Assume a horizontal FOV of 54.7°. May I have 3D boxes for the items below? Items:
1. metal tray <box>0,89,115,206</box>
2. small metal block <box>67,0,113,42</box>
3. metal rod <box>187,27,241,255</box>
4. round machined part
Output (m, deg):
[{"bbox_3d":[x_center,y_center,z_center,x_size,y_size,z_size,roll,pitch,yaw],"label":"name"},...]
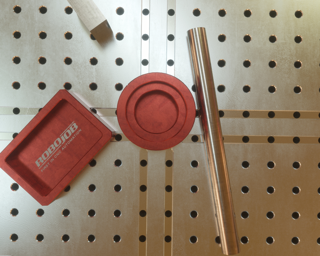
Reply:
[{"bbox_3d":[-0.135,0.025,0.409,0.090,0.030,0.130,43,90,0],"label":"metal tray"},{"bbox_3d":[-0.090,-0.145,0.400,0.025,0.050,0.050,-36,90,0],"label":"small metal block"},{"bbox_3d":[0.072,0.017,0.413,0.025,0.025,0.298,-9,90,0],"label":"metal rod"},{"bbox_3d":[-0.005,-0.021,0.405,0.099,0.042,0.097,0,90,0],"label":"round machined part"}]
